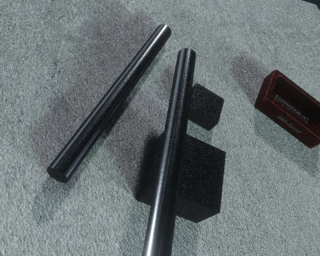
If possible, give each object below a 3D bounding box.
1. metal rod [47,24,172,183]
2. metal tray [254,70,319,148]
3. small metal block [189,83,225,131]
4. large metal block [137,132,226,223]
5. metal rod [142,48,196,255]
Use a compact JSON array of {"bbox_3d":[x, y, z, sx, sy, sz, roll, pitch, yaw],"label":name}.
[{"bbox_3d":[-0.049,-0.055,0.411,0.025,0.025,0.301,34,51,-7],"label":"metal rod"},{"bbox_3d":[0.238,-0.035,0.553,0.130,0.030,0.090,36,51,-5],"label":"metal tray"},{"bbox_3d":[0.064,-0.031,0.459,0.050,0.025,0.050,30,52,-10],"label":"small metal block"},{"bbox_3d":[0.027,0.057,0.370,0.080,0.050,0.080,25,53,-14],"label":"large metal block"},{"bbox_3d":[0.014,0.022,0.335,0.025,0.025,0.300,22,53,-16],"label":"metal rod"}]
